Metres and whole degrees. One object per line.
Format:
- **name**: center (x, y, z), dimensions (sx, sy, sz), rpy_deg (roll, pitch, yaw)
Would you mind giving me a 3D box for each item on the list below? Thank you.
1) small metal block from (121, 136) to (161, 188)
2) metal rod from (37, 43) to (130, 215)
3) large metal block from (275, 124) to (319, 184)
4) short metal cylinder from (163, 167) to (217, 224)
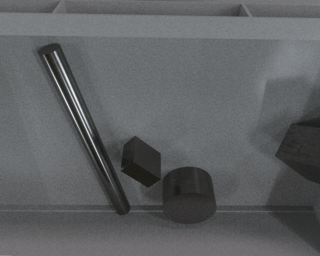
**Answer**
- **small metal block**: center (-0.025, 0.047, 0.433), dimensions (0.050, 0.050, 0.025), rpy_deg (37, 121, -27)
- **metal rod**: center (-0.091, 0.026, 0.429), dimensions (0.025, 0.025, 0.298), rpy_deg (-9, 130, 7)
- **large metal block**: center (0.215, 0.040, 0.402), dimensions (0.080, 0.080, 0.050), rpy_deg (33, 82, -25)
- **short metal cylinder**: center (0.045, 0.106, 0.484), dimensions (0.081, 0.050, 0.079), rpy_deg (0, 130, 0)
